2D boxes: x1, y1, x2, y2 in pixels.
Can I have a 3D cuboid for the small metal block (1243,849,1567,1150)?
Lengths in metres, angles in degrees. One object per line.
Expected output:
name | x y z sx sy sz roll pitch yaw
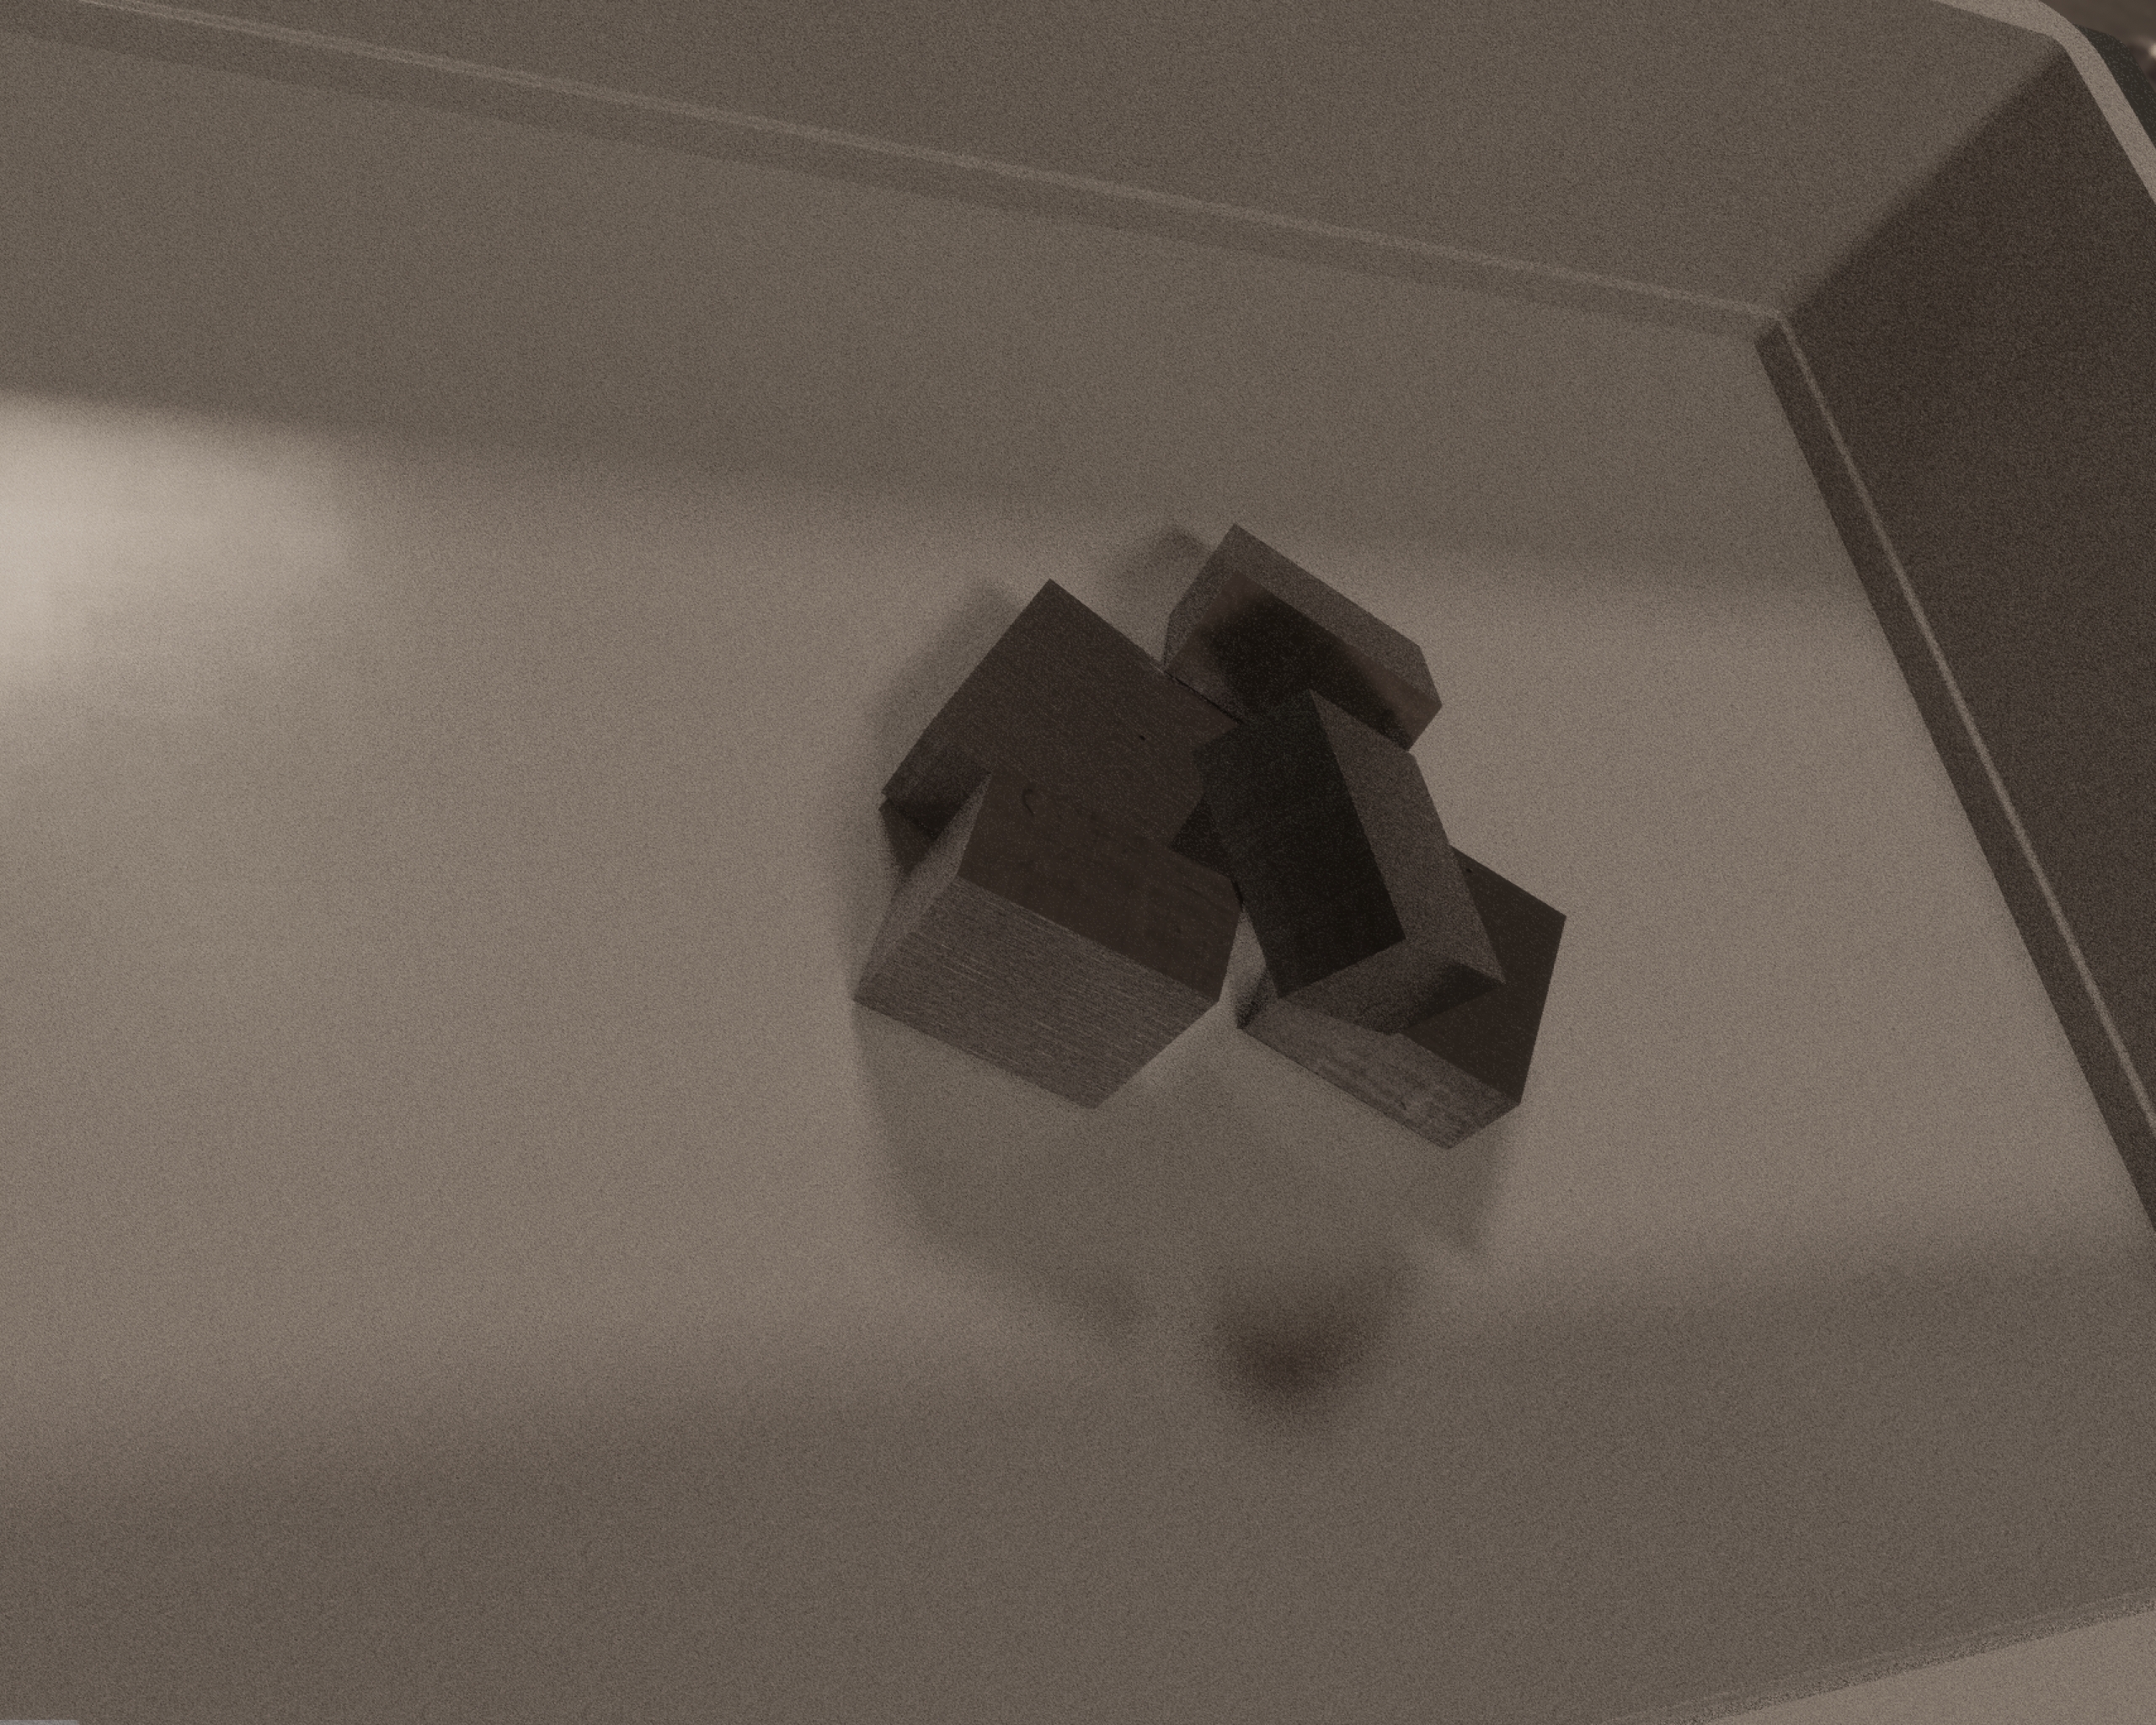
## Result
small metal block | 0.068 0.022 0.428 0.050 0.025 0.050 31 52 -9

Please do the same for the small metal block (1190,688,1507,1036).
small metal block | 0.051 0.001 0.385 0.050 0.025 0.050 22 45 -57

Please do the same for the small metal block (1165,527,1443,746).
small metal block | 0.047 -0.043 0.443 0.050 0.025 0.050 32 19 -8

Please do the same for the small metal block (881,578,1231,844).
small metal block | -0.002 -0.020 0.415 0.050 0.025 0.050 37 51 -4

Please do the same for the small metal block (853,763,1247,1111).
small metal block | -0.006 0.015 0.376 0.050 0.050 0.025 26 53 -13
